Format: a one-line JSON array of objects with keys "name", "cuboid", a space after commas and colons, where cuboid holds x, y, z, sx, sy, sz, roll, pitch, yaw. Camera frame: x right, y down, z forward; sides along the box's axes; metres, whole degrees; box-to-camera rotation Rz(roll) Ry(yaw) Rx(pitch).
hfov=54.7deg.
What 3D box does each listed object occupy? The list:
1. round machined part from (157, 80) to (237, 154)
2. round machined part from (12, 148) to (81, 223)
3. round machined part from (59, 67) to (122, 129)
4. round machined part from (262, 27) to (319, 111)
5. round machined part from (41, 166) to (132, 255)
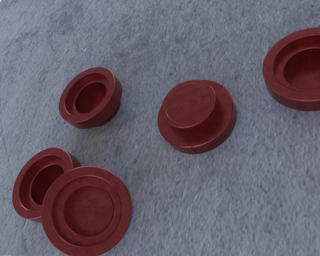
[{"name": "round machined part", "cuboid": [0.041, -0.020, 0.383, 0.098, 0.042, 0.098, -13, 56, 20]}, {"name": "round machined part", "cuboid": [-0.145, 0.079, 0.419, 0.098, 0.042, 0.098, -13, 56, 20]}, {"name": "round machined part", "cuboid": [-0.099, -0.041, 0.468, 0.098, 0.042, 0.098, -13, 56, 20]}, {"name": "round machined part", "cuboid": [0.167, -0.060, 0.342, 0.098, 0.042, 0.098, -13, 56, 20]}, {"name": "round machined part", "cuboid": [-0.080, 0.095, 0.358, 0.099, 0.042, 0.098, 0, 75, 0]}]
